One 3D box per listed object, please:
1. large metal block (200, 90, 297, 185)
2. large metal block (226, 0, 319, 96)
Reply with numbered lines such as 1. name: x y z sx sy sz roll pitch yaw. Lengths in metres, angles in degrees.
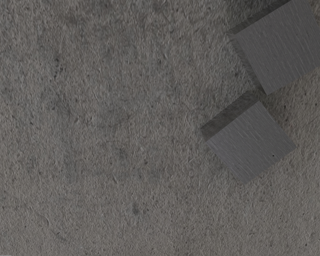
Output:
1. large metal block: 0.112 0.012 0.402 0.080 0.050 0.080 -40 106 13
2. large metal block: 0.136 -0.097 0.362 0.080 0.050 0.080 -31 108 10
